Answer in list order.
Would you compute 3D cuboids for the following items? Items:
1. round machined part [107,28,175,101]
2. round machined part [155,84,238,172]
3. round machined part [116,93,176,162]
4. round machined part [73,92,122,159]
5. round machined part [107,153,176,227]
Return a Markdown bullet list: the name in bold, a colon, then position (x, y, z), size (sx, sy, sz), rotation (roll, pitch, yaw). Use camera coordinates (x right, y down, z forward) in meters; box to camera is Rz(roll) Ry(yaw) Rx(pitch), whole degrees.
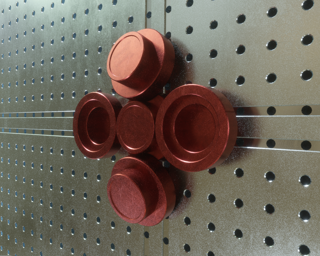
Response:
- **round machined part**: position (-0.032, -0.087, 0.408), size (0.098, 0.042, 0.098), rotation (-15, 66, 37)
- **round machined part**: position (0.045, 0.000, 0.359), size (0.098, 0.042, 0.097), rotation (0, 90, 39)
- **round machined part**: position (-0.020, -0.001, 0.412), size (0.098, 0.042, 0.097), rotation (0, 90, 39)
- **round machined part**: position (-0.084, -0.003, 0.464), size (0.098, 0.042, 0.097), rotation (0, 90, 39)
- **round machined part**: position (-0.031, 0.085, 0.407), size (0.098, 0.042, 0.097), rotation (14, 113, 36)
